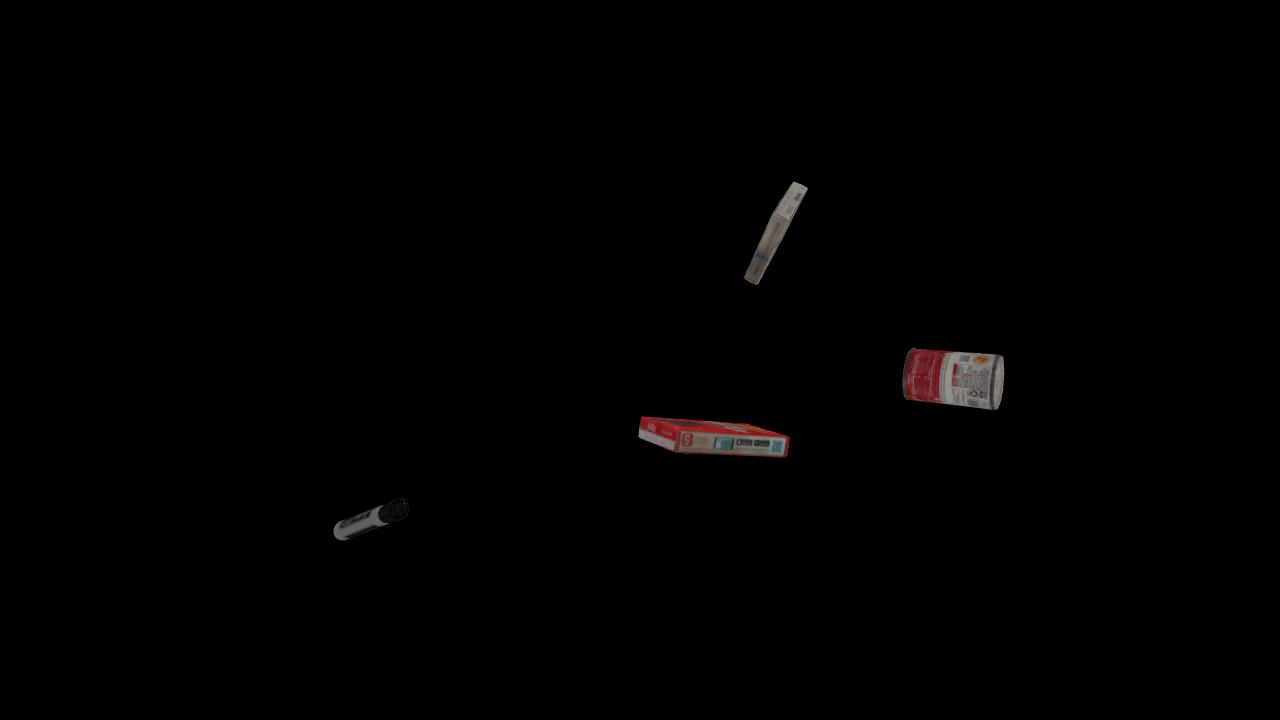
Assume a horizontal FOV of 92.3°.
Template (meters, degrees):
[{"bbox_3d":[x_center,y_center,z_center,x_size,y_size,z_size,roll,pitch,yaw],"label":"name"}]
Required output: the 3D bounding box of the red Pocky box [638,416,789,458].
[{"bbox_3d":[0.083,0.086,0.695,0.155,0.028,0.083,7,1,-29],"label":"red Pocky box"}]

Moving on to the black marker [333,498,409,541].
[{"bbox_3d":[-0.241,0.143,0.549,0.121,0.020,0.020,-25,-16,39],"label":"black marker"}]

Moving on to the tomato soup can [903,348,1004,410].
[{"bbox_3d":[0.383,0.022,0.752,0.101,0.068,0.068,6,4,39],"label":"tomato soup can"}]

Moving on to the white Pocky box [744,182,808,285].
[{"bbox_3d":[0.206,-0.193,0.949,0.028,0.084,0.154,28,-30,8],"label":"white Pocky box"}]
